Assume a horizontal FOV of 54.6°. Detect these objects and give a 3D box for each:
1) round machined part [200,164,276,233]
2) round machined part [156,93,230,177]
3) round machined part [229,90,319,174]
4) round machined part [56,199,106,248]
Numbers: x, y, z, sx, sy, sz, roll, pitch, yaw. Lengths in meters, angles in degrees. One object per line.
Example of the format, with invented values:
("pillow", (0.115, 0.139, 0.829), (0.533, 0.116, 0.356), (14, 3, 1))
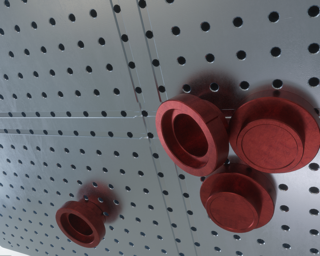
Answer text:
("round machined part", (0.099, 0.099, 0.409), (0.098, 0.042, 0.097), (13, 124, 20))
("round machined part", (0.043, 0.005, 0.366), (0.098, 0.042, 0.097), (34, 139, 36))
("round machined part", (0.123, 0.011, 0.342), (0.098, 0.042, 0.097), (13, 124, 21))
("round machined part", (-0.144, 0.175, 0.585), (0.098, 0.042, 0.097), (13, 124, 21))
